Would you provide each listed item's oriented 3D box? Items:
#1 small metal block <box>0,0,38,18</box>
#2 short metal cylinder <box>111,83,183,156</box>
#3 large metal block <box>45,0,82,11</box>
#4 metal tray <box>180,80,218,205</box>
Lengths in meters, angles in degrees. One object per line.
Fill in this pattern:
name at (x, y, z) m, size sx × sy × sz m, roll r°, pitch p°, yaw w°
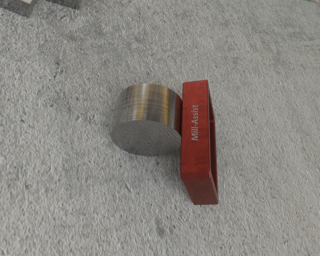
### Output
small metal block at (-0.191, -0.181, 0.411) m, size 0.050 × 0.025 × 0.050 m, roll 19°, pitch 54°, yaw -17°
short metal cylinder at (-0.014, -0.007, 0.366) m, size 0.081 × 0.080 × 0.050 m, roll 17°, pitch 55°, yaw -19°
large metal block at (-0.130, -0.232, 0.440) m, size 0.050 × 0.080 × 0.080 m, roll 10°, pitch 57°, yaw -23°
metal tray at (0.050, 0.018, 0.378) m, size 0.030 × 0.090 × 0.130 m, roll -5°, pitch 56°, yaw 14°
